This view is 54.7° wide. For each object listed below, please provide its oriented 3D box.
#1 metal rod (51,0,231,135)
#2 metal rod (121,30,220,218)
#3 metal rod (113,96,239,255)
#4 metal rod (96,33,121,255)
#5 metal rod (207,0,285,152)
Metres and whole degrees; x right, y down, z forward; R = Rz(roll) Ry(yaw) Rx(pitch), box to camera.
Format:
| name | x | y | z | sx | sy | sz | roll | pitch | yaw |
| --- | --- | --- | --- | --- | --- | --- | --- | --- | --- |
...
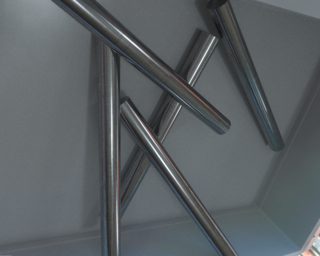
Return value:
| name | x | y | z | sx | sy | sz | roll | pitch | yaw |
| --- | --- | --- | --- | --- | --- | --- | --- | --- | --- |
| metal rod | -0.012 | -0.068 | 0.328 | 0.301 | 0.025 | 0.025 | 34 | 99 | -38 |
| metal rod | -0.007 | 0.014 | 0.415 | 0.025 | 0.025 | 0.298 | 17 | 109 | -35 |
| metal rod | 0.031 | 0.085 | 0.419 | 0.025 | 0.025 | 0.299 | -36 | 111 | -5 |
| metal rod | -0.059 | 0.044 | 0.365 | 0.025 | 0.025 | 0.298 | -6 | 109 | -26 |
| metal rod | 0.134 | -0.054 | 0.442 | 0.025 | 0.025 | 0.300 | -41 | 132 | -1 |
